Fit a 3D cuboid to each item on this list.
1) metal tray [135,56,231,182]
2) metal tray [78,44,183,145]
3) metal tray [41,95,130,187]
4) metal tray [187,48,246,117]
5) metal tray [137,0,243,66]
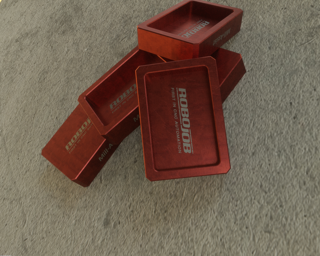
[{"bbox_3d":[0.025,-0.009,0.350,0.090,0.030,0.129,-7,82,5],"label":"metal tray"},{"bbox_3d":[-0.038,-0.051,0.413,0.130,0.030,0.090,-41,51,-1],"label":"metal tray"},{"bbox_3d":[-0.100,0.008,0.447,0.090,0.030,0.130,27,76,37],"label":"metal tray"},{"bbox_3d":[0.038,-0.075,0.427,0.130,0.030,0.090,30,78,37],"label":"metal tray"},{"bbox_3d":[0.043,-0.134,0.417,0.090,0.030,0.131,25,47,26],"label":"metal tray"}]
